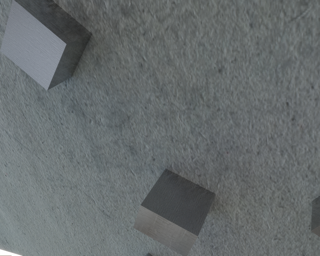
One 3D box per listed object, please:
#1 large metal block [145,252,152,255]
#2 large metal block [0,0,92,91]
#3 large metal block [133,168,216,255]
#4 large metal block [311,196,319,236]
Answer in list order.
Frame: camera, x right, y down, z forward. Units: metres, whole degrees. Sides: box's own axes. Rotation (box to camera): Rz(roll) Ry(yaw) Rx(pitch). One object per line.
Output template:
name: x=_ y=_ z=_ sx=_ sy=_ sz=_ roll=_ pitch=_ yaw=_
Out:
large metal block: x=-0.018 y=0.293 z=0.580 sx=0.080 sy=0.050 sz=0.080 roll=38 pitch=129 yaw=2
large metal block: x=-0.147 y=-0.110 z=0.398 sx=0.080 sy=0.050 sz=0.080 roll=40 pitch=129 yaw=0
large metal block: x=0.021 y=0.115 z=0.430 sx=0.080 sy=0.080 sz=0.050 roll=26 pitch=127 yaw=12
large metal block: x=0.226 y=0.098 z=0.333 sx=0.080 sy=0.050 sz=0.079 roll=36 pitch=129 yaw=4
